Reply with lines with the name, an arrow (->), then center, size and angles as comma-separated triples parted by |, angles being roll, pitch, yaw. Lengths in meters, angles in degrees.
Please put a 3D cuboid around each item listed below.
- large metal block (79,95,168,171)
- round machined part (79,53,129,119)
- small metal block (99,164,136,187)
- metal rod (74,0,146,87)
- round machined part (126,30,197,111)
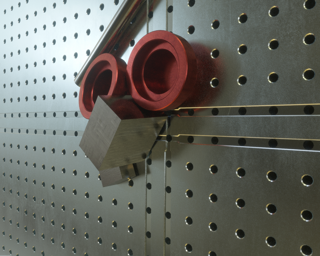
large metal block -> -0.048, 0.004, 0.409 | 0.050, 0.081, 0.079 | 45, 122, 30
round machined part -> -0.074, -0.055, 0.449 | 0.098, 0.042, 0.098 | -18, 64, 43
small metal block -> -0.067, 0.056, 0.463 | 0.050, 0.025, 0.050 | -29, 72, 41
metal rod -> -0.044, -0.171, 0.445 | 0.299, 0.025, 0.025 | -48, 62, 29
round machined part -> 0.006, -0.070, 0.393 | 0.098, 0.042, 0.097 | 0, 90, 40
